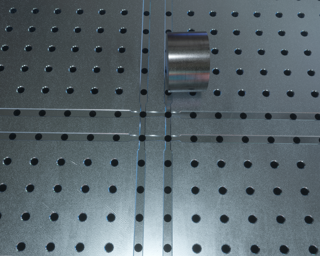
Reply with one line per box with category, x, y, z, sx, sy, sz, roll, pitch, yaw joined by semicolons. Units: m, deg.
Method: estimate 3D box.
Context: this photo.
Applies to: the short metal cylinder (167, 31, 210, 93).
short metal cylinder;0.035;-0.088;0.415;0.050;0.080;0.080;-2;70;-1
